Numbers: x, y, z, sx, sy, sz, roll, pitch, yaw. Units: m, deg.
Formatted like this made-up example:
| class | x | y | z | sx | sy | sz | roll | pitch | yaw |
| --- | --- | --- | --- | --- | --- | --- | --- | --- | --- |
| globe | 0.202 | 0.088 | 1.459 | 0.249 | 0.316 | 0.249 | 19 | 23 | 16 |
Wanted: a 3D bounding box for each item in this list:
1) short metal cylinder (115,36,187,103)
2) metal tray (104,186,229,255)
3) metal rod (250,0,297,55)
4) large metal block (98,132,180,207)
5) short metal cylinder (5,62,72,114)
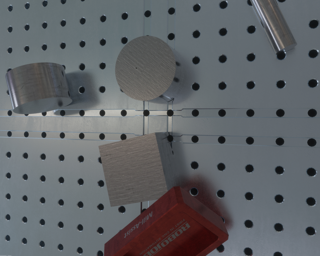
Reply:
| class | x | y | z | sx | sy | sz | roll | pitch | yaw |
| --- | --- | --- | --- | --- | --- | --- | --- | --- | --- |
| short metal cylinder | -0.010 | -0.073 | 0.403 | 0.080 | 0.050 | 0.080 | 0 | 90 | 20 |
| metal tray | 0.006 | 0.140 | 0.381 | 0.130 | 0.030 | 0.090 | -43 | 115 | 15 |
| metal rod | 0.091 | -0.229 | 0.380 | 0.025 | 0.025 | 0.299 | -25 | 82 | 18 |
| large metal block | -0.026 | 0.053 | 0.408 | 0.080 | 0.050 | 0.080 | -14 | 85 | 19 |
| short metal cylinder | -0.173 | -0.055 | 0.444 | 0.080 | 0.080 | 0.050 | -17 | 85 | 19 |
